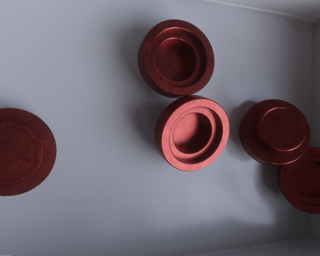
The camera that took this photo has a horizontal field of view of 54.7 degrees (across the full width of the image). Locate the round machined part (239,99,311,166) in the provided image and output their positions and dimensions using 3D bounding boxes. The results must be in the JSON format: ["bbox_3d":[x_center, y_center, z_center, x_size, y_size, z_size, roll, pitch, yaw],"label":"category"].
[{"bbox_3d":[0.168,0.004,0.446,0.099,0.042,0.098,0,74,0],"label":"round machined part"}]

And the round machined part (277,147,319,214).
[{"bbox_3d":[0.231,0.078,0.474,0.098,0.042,0.097,-1,86,12],"label":"round machined part"}]

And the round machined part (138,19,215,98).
[{"bbox_3d":[0.018,-0.087,0.407,0.099,0.042,0.097,1,86,-19],"label":"round machined part"}]

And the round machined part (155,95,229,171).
[{"bbox_3d":[0.038,0.004,0.407,0.099,0.042,0.097,-8,111,-22],"label":"round machined part"}]

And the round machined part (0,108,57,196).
[{"bbox_3d":[-0.166,0.027,0.341,0.099,0.042,0.097,0,90,-21],"label":"round machined part"}]
